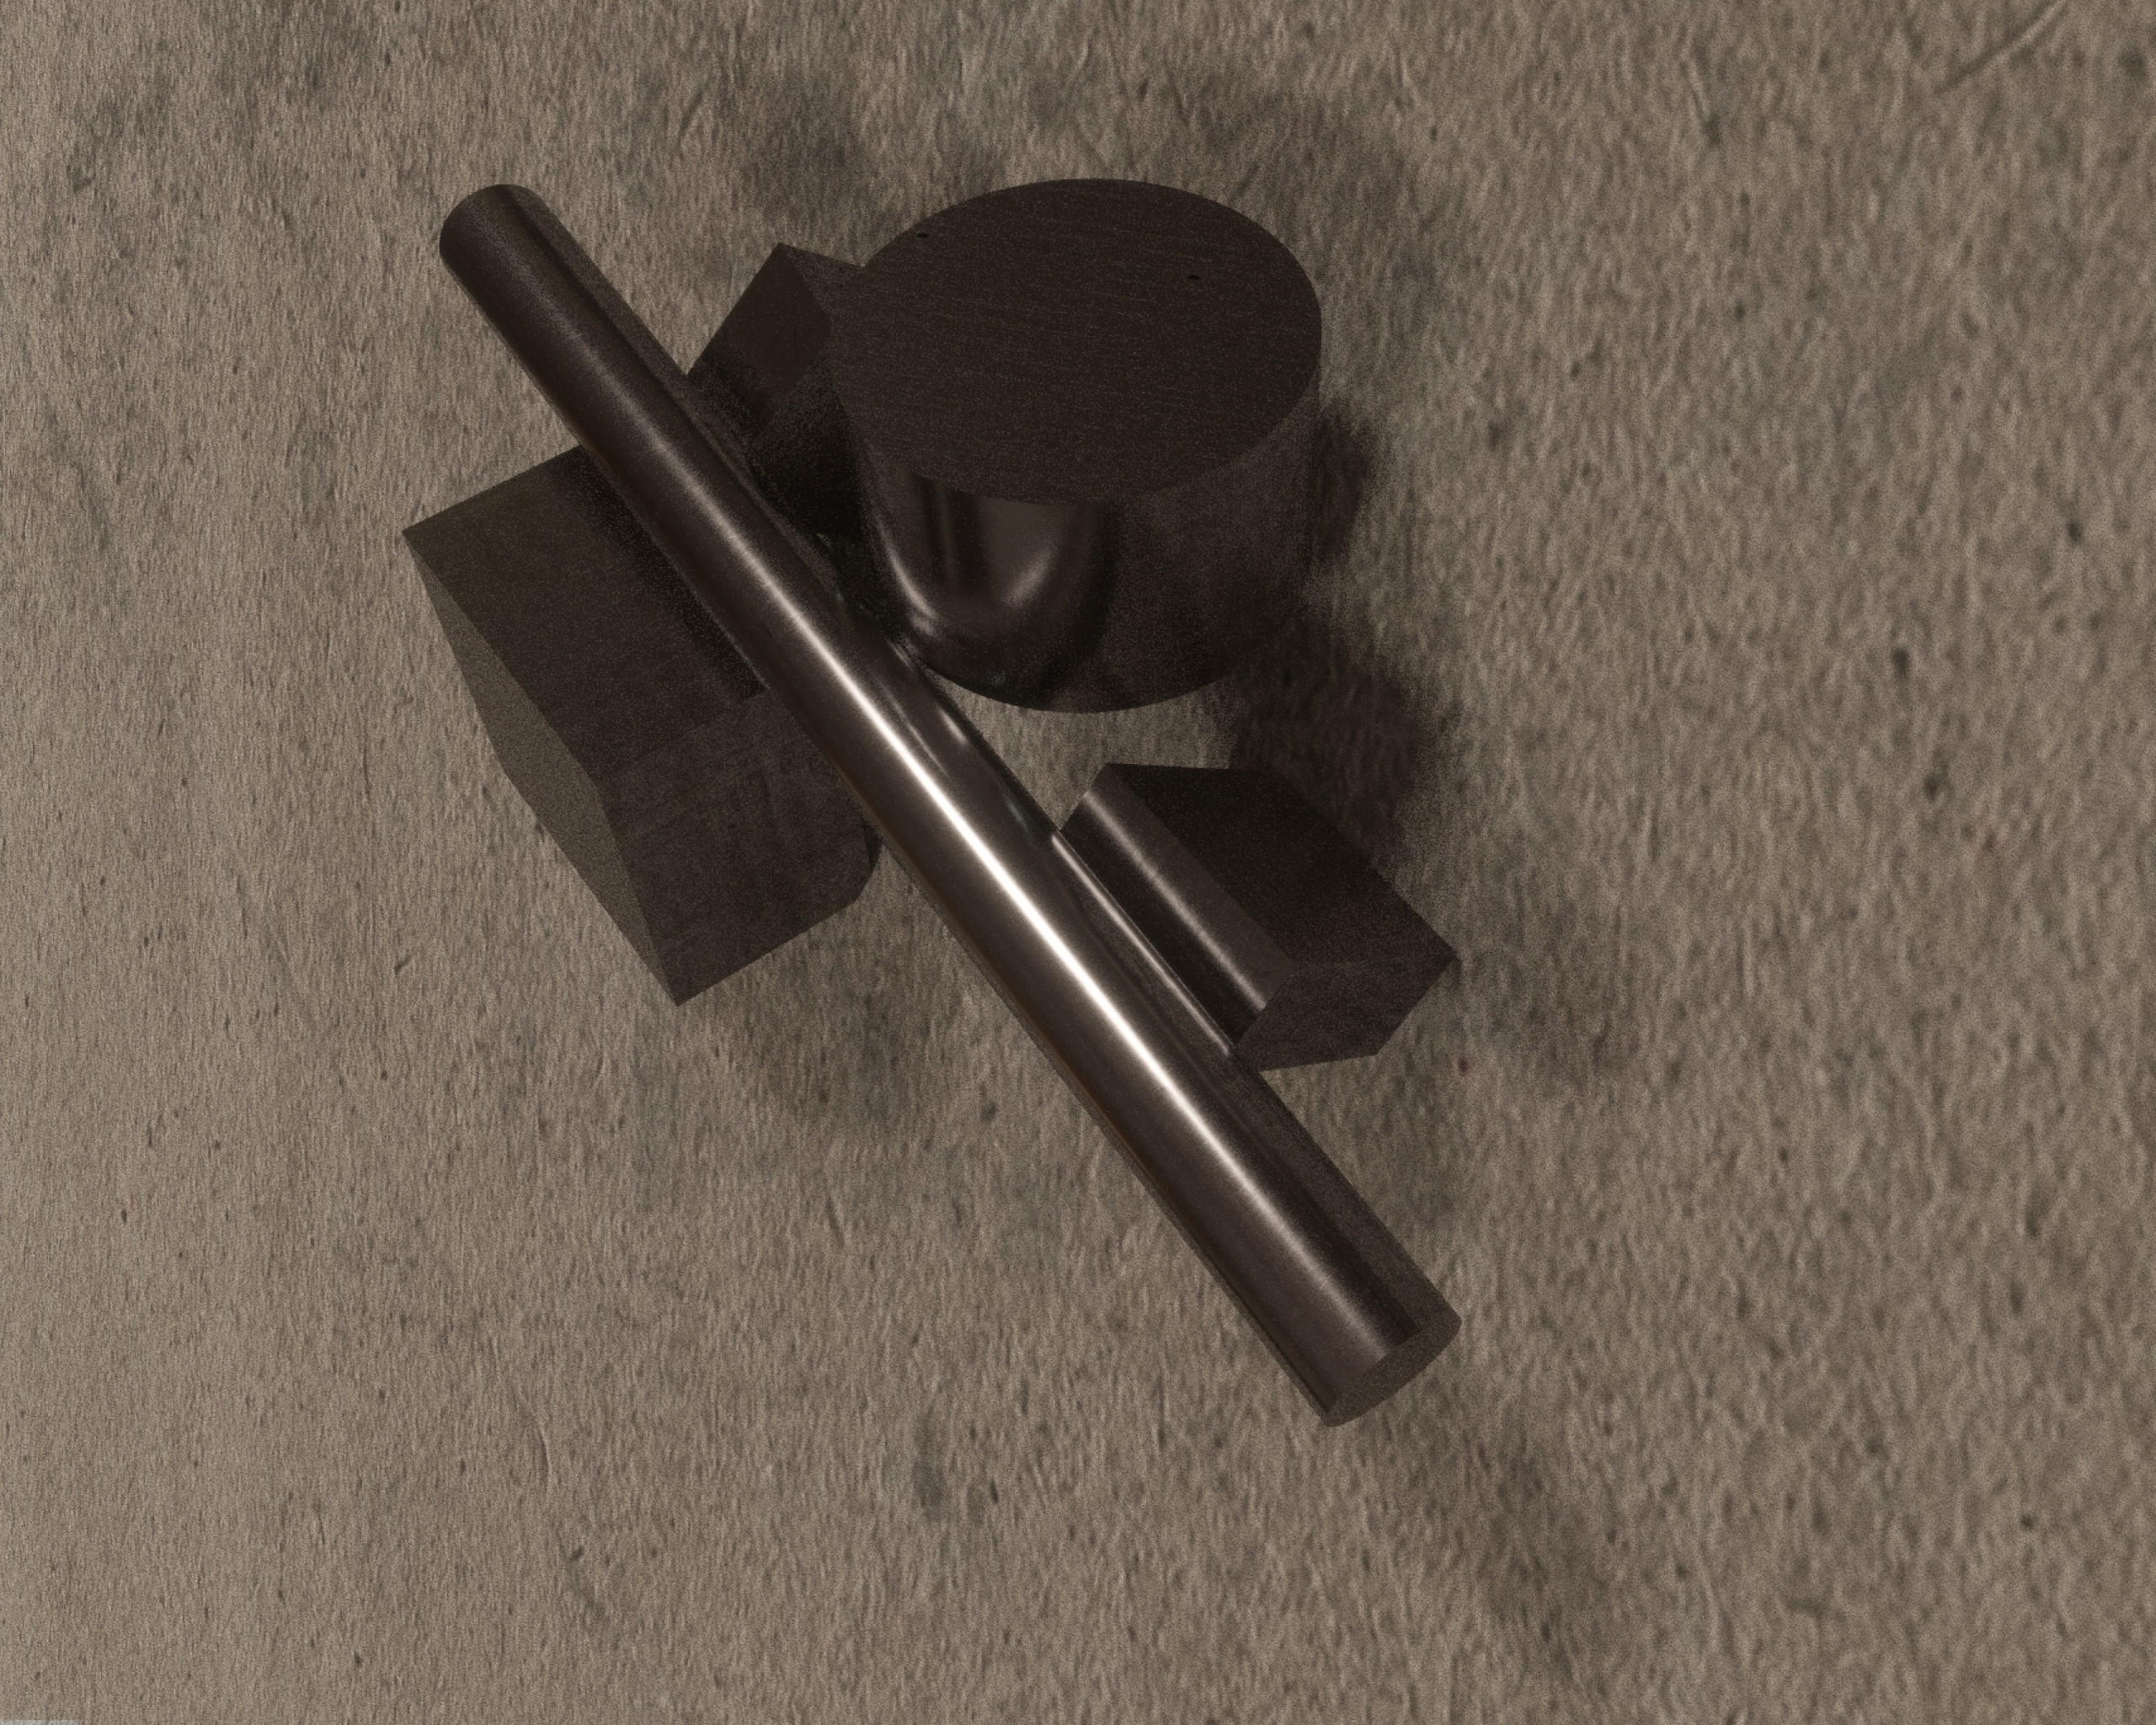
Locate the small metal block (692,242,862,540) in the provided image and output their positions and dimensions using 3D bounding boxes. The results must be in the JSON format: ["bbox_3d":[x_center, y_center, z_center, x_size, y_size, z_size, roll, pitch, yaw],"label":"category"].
[{"bbox_3d":[-0.051,-0.095,0.430,0.050,0.050,0.025,-46,63,30],"label":"small metal block"}]

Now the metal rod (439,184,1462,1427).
[{"bbox_3d":[-0.038,-0.029,0.371,0.300,0.025,0.025,51,120,27],"label":"metal rod"}]

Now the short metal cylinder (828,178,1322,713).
[{"bbox_3d":[0.001,-0.072,0.360,0.080,0.080,0.050,46,159,30],"label":"short metal cylinder"}]

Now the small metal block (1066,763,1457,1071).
[{"bbox_3d":[0.029,0.009,0.361,0.050,0.050,0.025,48,119,29],"label":"small metal block"}]

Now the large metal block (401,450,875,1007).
[{"bbox_3d":[-0.090,-0.030,0.439,0.080,0.050,0.080,48,159,28],"label":"large metal block"}]
